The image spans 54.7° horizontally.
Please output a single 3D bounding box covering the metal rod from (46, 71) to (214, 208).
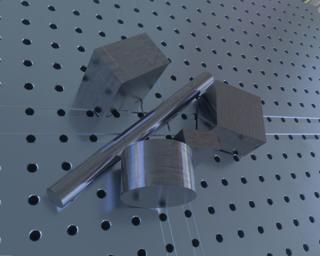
[{"bbox_3d":[-0.015,-0.005,0.404,0.025,0.025,0.302,47,51,4],"label":"metal rod"}]

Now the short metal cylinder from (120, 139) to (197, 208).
[{"bbox_3d":[-0.002,0.052,0.340,0.081,0.080,0.050,11,57,-23],"label":"short metal cylinder"}]

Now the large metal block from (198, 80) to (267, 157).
[{"bbox_3d":[0.103,-0.013,0.455,0.081,0.050,0.080,18,55,-18],"label":"large metal block"}]

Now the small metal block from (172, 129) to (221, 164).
[{"bbox_3d":[0.041,0.025,0.401,0.050,0.050,0.025,5,60,-26],"label":"small metal block"}]

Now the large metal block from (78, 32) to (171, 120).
[{"bbox_3d":[-0.046,-0.065,0.390,0.081,0.080,0.050,-32,80,-38],"label":"large metal block"}]
